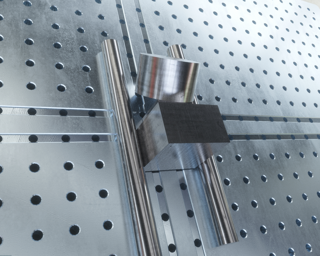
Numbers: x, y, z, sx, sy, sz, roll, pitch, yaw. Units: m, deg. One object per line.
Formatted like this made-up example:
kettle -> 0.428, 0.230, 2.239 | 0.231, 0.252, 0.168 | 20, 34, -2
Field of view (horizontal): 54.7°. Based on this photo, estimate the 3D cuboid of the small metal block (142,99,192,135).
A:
small metal block -> 0.011, -0.013, 0.406 | 0.050, 0.050, 0.025 | 2, 61, -28

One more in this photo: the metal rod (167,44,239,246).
metal rod -> 0.053, 0.006, 0.432 | 0.025, 0.025, 0.299 | 2, 61, -27

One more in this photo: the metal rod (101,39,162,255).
metal rod -> -0.039, 0.013, 0.378 | 0.025, 0.025, 0.299 | 1, 61, -28

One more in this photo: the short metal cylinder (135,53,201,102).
short metal cylinder -> 0.010, -0.068, 0.411 | 0.081, 0.050, 0.080 | 9, 15, -2

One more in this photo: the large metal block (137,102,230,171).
large metal block -> 0.022, 0.013, 0.374 | 0.081, 0.080, 0.050 | 1, 62, -28
